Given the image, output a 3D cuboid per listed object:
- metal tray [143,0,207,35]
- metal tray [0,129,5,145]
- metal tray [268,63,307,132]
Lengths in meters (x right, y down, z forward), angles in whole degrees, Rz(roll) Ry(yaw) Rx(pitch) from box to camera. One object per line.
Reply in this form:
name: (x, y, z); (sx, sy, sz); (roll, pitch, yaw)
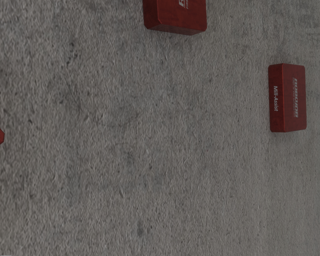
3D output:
metal tray: (0.019, -0.197, 0.417); (0.091, 0.030, 0.129); (-6, 94, -40)
metal tray: (-0.193, 0.013, 0.213); (0.090, 0.030, 0.131); (54, 48, -12)
metal tray: (0.254, -0.059, 0.613); (0.091, 0.030, 0.129); (-5, 93, -40)
